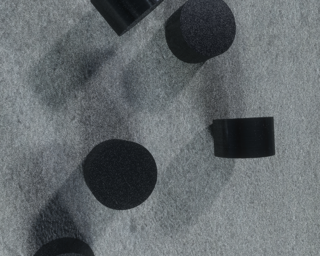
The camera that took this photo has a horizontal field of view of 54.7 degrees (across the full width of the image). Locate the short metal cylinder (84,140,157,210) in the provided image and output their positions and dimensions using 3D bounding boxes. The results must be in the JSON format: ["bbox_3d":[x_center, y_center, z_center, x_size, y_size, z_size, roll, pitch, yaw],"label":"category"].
[{"bbox_3d":[-0.050,0.054,0.378,0.081,0.050,0.079,0,90,-21],"label":"short metal cylinder"}]

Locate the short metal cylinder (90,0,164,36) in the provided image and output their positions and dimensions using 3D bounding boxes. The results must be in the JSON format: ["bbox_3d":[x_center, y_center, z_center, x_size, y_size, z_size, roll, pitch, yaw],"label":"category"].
[{"bbox_3d":[-0.035,-0.155,0.368,0.080,0.080,0.050,-44,104,-15],"label":"short metal cylinder"}]

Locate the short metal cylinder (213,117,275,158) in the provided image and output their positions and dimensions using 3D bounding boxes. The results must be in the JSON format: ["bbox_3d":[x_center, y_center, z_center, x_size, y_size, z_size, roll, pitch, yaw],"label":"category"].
[{"bbox_3d":[0.114,0.011,0.423,0.081,0.080,0.050,-4,92,-20],"label":"short metal cylinder"}]

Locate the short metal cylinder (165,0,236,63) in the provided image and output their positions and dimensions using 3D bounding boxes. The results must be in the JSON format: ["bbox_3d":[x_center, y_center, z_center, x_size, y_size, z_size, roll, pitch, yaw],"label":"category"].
[{"bbox_3d":[0.054,-0.131,0.417,0.081,0.050,0.079,0,90,-20],"label":"short metal cylinder"}]

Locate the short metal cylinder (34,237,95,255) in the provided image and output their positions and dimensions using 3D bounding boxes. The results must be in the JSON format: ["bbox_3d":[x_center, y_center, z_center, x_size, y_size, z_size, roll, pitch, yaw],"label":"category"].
[{"bbox_3d":[-0.110,0.174,0.356,0.081,0.050,0.079,0,90,-21],"label":"short metal cylinder"}]
